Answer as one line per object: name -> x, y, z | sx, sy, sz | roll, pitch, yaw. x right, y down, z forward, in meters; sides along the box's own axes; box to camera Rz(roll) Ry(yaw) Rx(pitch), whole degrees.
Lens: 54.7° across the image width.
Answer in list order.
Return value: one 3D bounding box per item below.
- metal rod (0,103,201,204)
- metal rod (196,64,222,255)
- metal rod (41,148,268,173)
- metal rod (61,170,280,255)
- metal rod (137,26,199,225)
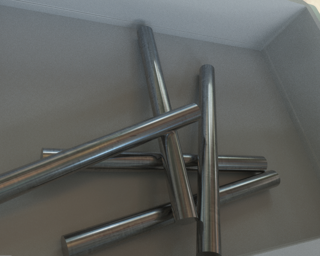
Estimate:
metal rod -> -0.078, 0.028, 0.313 | 0.302, 0.025, 0.025 | -22, 74, -31
metal rod -> 0.062, 0.016, 0.404 | 0.025, 0.025, 0.300 | 22, 46, -15
metal rod -> 0.013, 0.043, 0.386 | 0.303, 0.025, 0.025 | 4, 60, -26
metal rod -> 0.038, 0.093, 0.369 | 0.303, 0.025, 0.025 | -9, 66, -32
metal rod -> 0.002, -0.026, 0.400 | 0.025, 0.025, 0.299 | 6, 53, -25
